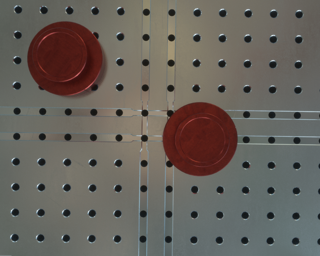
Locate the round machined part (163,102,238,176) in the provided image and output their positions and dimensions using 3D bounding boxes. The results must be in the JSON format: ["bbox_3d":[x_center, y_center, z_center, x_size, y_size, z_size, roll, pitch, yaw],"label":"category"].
[{"bbox_3d":[0.053,0.015,0.405,0.099,0.042,0.097,0,90,0],"label":"round machined part"}]

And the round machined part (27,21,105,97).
[{"bbox_3d":[-0.124,-0.091,0.404,0.099,0.042,0.097,0,90,0],"label":"round machined part"}]
